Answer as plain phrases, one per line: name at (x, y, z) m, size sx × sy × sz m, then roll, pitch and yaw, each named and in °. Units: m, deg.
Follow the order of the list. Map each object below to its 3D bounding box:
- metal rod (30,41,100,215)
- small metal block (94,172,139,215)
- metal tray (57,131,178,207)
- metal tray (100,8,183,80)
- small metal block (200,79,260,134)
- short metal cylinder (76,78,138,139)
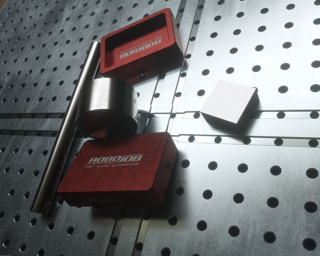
metal rod at (-0.139, -0.016, 0.490) m, size 0.025 × 0.025 × 0.300 m, roll -3°, pitch 60°, yaw 27°
small metal block at (-0.053, 0.077, 0.389) m, size 0.050 × 0.025 × 0.050 m, roll -17°, pitch 55°, yaw 18°
metal tray at (-0.051, 0.051, 0.384) m, size 0.130 × 0.030 × 0.090 m, roll -6°, pitch 41°, yaw 24°
metal tray at (-0.034, -0.133, 0.504) m, size 0.130 × 0.030 × 0.090 m, roll -18°, pitch 54°, yaw 17°
small metal block at (0.086, -0.027, 0.380) m, size 0.050 × 0.025 × 0.050 m, roll 22°, pitch 73°, yaw 36°
short metal cylinder at (-0.071, -0.023, 0.425) m, size 0.080 × 0.080 × 0.050 m, roll -15°, pitch 56°, yaw 20°
